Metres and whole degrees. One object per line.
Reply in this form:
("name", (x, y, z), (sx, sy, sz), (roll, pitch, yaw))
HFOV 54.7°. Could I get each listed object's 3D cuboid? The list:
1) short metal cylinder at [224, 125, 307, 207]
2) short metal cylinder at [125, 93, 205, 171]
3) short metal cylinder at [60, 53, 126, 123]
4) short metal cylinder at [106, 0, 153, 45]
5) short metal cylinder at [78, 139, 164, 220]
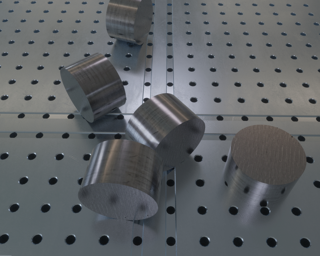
("short metal cylinder", (0.118, 0.043, 0.356), (0.081, 0.050, 0.080), (0, 50, 0))
("short metal cylinder", (0.007, 0.006, 0.367), (0.081, 0.080, 0.050), (-30, 57, -23))
("short metal cylinder", (-0.090, -0.054, 0.417), (0.050, 0.080, 0.080), (-33, 57, -24))
("short metal cylinder", (-0.051, -0.188, 0.529), (0.050, 0.080, 0.080), (17, 52, 13))
("short metal cylinder", (-0.039, 0.056, 0.324), (0.080, 0.080, 0.050), (5, 50, 4))
